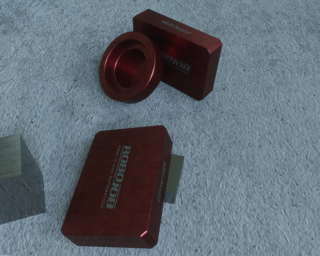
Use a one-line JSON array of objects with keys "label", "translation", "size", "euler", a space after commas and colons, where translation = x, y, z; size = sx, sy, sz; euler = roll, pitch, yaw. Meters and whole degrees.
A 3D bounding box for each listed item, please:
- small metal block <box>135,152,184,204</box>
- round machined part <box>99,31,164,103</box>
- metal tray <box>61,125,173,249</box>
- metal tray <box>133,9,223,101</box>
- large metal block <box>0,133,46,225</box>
[{"label": "small metal block", "translation": [-0.002, 0.055, 0.357], "size": [0.050, 0.025, 0.050], "euler": [11, 51, 8]}, {"label": "round machined part", "translation": [-0.036, -0.082, 0.438], "size": [0.098, 0.042, 0.097], "euler": [-5, 80, 32]}, {"label": "metal tray", "translation": [-0.040, 0.058, 0.333], "size": [0.090, 0.030, 0.130], "euler": [-5, 48, 19]}, {"label": "metal tray", "translation": [0.020, -0.106, 0.449], "size": [0.130, 0.089, 0.030], "euler": [32, 54, 23]}, {"label": "large metal block", "translation": [-0.171, 0.058, 0.316], "size": [0.081, 0.080, 0.050], "euler": [-13, 52, -11]}]
